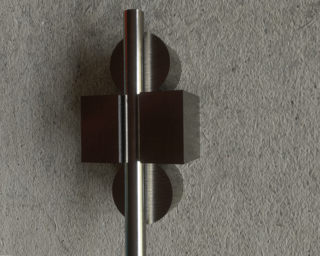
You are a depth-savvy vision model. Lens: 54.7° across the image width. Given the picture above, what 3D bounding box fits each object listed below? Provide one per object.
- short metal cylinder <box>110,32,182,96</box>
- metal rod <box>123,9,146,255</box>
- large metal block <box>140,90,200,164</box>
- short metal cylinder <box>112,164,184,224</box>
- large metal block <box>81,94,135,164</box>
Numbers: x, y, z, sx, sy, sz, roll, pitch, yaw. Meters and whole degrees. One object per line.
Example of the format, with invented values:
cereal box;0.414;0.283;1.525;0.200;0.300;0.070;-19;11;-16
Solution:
short metal cylinder;-0.017;-0.078;0.403;0.080;0.050;0.080;0;89;20
metal rod;-0.030;0.012;0.367;0.025;0.025;0.298;-1;90;20
large metal block;0.015;-0.001;0.375;0.050;0.080;0.080;-1;90;20
short metal cylinder;-0.014;0.078;0.402;0.080;0.050;0.080;0;89;20
large metal block;-0.057;0.001;0.401;0.050;0.080;0.080;-1;90;20
